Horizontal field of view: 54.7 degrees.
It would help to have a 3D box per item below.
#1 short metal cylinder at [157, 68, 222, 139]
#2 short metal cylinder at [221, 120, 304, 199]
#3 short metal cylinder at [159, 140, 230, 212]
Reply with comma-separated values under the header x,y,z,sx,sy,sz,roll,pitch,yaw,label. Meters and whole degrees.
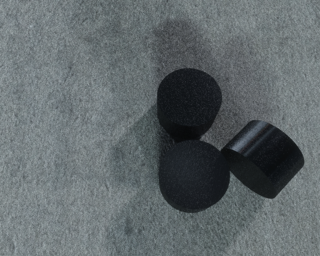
x,y,z,sx,sy,sz,roll,pitch,yaw,label
0.036,-0.031,0.407,0.081,0.050,0.080,0,70,0,short metal cylinder
0.119,0.037,0.367,0.050,0.080,0.080,-42,76,-14,short metal cylinder
0.039,0.060,0.374,0.081,0.050,0.080,0,70,0,short metal cylinder
